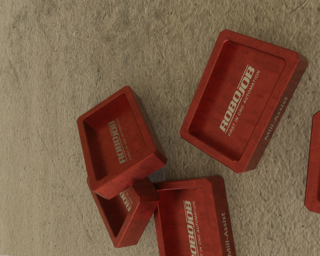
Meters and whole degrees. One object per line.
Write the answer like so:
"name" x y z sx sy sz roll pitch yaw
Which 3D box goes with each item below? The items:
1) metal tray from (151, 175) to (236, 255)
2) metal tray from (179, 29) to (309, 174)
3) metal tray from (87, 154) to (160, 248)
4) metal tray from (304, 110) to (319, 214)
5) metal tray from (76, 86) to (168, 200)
"metal tray" 0.039 0.126 0.369 0.090 0.030 0.129 -13 82 39
"metal tray" 0.083 -0.029 0.332 0.090 0.030 0.129 33 110 35
"metal tray" -0.056 0.082 0.423 0.130 0.030 0.089 51 126 44
"metal tray" 0.190 0.035 0.244 0.130 0.030 0.089 7 94 39
"metal tray" -0.054 0.014 0.397 0.090 0.030 0.130 -33 47 8
